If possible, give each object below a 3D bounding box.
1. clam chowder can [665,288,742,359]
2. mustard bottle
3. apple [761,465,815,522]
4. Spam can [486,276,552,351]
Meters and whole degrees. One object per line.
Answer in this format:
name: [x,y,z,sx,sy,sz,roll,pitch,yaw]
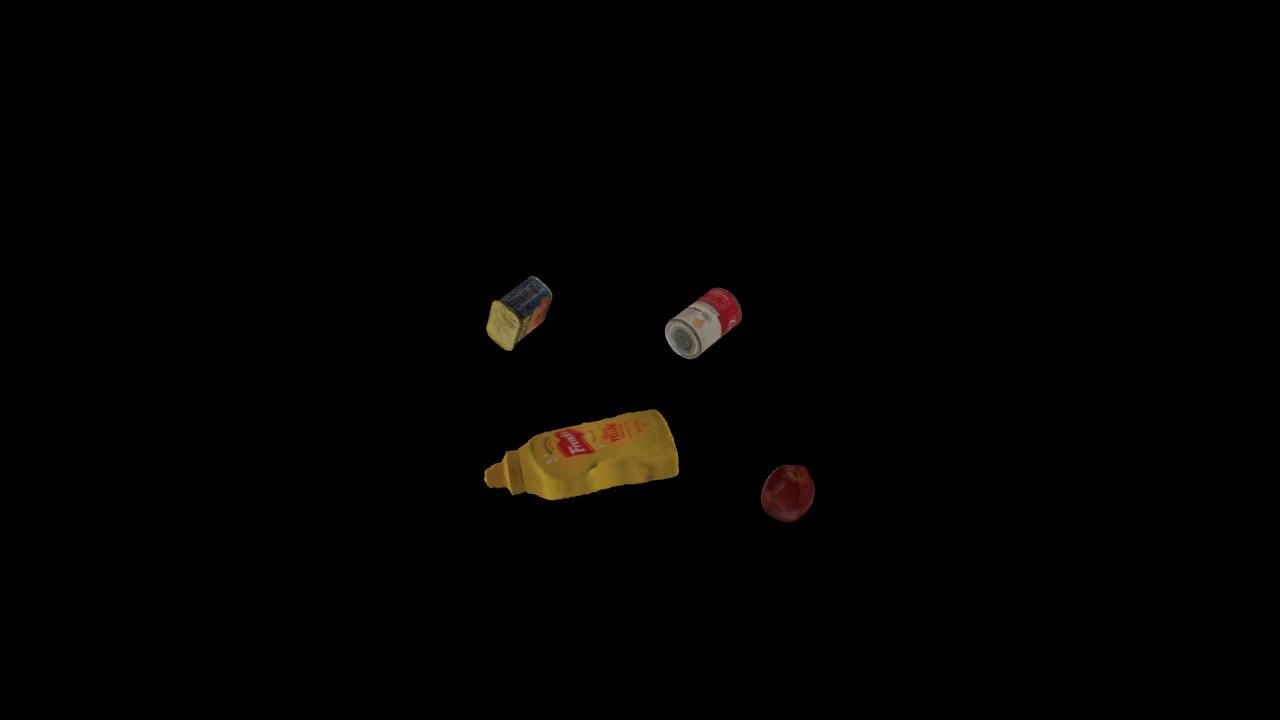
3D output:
clam chowder can: [0.093,-0.054,0.904,0.102,0.068,0.068,-37,22,-33]
mustard bottle: [-0.060,0.098,0.606,0.184,0.054,0.092,-10,33,-10]
apple: [0.222,0.201,0.929,0.079,0.093,0.079,6,43,-6]
Spam can: [-0.194,-0.076,0.993,0.085,0.058,0.101,-47,-6,-37]
